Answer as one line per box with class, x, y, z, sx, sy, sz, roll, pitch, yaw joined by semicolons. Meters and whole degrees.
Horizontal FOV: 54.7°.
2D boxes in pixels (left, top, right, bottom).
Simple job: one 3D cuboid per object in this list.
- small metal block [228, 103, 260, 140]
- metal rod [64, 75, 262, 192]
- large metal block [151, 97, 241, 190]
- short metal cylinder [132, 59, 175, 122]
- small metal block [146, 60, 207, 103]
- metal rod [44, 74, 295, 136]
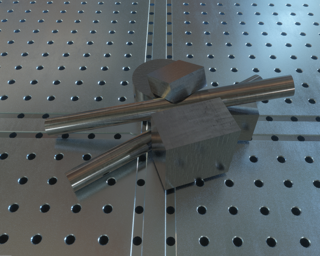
small metal block;0.094;-0.009;0.395;0.050;0.050;0.025;-1;50;1
metal rod;0.022;-0.003;0.407;0.302;0.025;0.025;-28;55;-22
large metal block;0.036;0.019;0.350;0.081;0.080;0.050;-14;52;-12
short metal cylinder;0.003;-0.051;0.430;0.081;0.050;0.080;0;49;0
small metal block;0.020;-0.058;0.376;0.050;0.025;0.050;-29;33;-22
metal rod;0.004;-0.025;0.378;0.301;0.025;0.025;-9;50;9
